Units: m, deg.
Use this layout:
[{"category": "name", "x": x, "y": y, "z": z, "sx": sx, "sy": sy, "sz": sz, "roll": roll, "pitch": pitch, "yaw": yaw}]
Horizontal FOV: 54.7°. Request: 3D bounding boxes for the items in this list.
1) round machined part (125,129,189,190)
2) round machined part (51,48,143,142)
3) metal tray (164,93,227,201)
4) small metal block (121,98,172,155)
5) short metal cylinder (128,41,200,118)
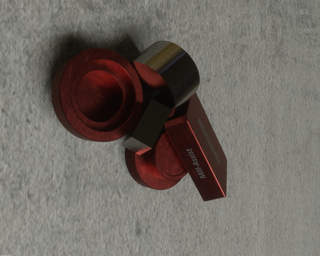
[{"category": "round machined part", "x": 0.007, "y": 0.032, "z": 0.403, "sx": 0.099, "sy": 0.042, "sz": 0.097, "roll": 0, "pitch": 90, "yaw": -40}, {"category": "round machined part", "x": -0.070, "y": -0.034, "z": 0.338, "sx": 0.099, "sy": 0.042, "sz": 0.097, "roll": 0, "pitch": 90, "yaw": -40}, {"category": "metal tray", "x": 0.053, "y": 0.022, "z": 0.421, "sx": 0.130, "sy": 0.030, "sz": 0.090, "roll": 61, "pitch": 24, "yaw": -22}, {"category": "small metal block", "x": -0.017, "y": 0.000, "z": 0.355, "sx": 0.025, "sy": 0.050, "sz": 0.050, "roll": 31, "pitch": 69, "yaw": -10}, {"category": "short metal cylinder", "x": 0.000, "y": -0.057, "z": 0.373, "sx": 0.050, "sy": 0.080, "sz": 0.080, "roll": -45, "pitch": 118, "yaw": -31}]
